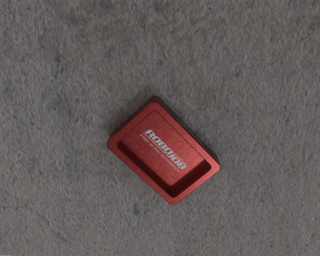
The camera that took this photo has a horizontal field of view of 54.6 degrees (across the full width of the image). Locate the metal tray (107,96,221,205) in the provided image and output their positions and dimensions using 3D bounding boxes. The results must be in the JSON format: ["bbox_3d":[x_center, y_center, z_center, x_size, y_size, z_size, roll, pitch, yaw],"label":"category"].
[{"bbox_3d":[0.006,0.032,0.418,0.090,0.030,0.130,-42,105,13],"label":"metal tray"}]
